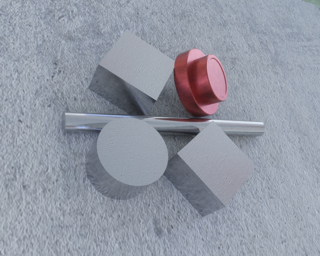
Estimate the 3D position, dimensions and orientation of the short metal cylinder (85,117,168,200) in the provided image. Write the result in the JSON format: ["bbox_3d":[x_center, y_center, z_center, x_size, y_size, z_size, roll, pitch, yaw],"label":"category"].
[{"bbox_3d":[-0.038,0.035,0.348,0.081,0.050,0.080,14,56,-21],"label":"short metal cylinder"}]

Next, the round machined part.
[{"bbox_3d":[0.064,-0.066,0.441,0.098,0.042,0.098,25,59,-50],"label":"round machined part"}]

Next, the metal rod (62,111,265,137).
[{"bbox_3d":[0.024,-0.003,0.423,0.303,0.025,0.025,2,61,-28],"label":"metal rod"}]

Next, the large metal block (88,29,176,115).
[{"bbox_3d":[-0.035,-0.071,0.412,0.080,0.050,0.080,32,51,-8],"label":"large metal block"}]

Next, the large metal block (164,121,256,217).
[{"bbox_3d":[0.061,0.051,0.393,0.080,0.050,0.080,48,51,5],"label":"large metal block"}]
